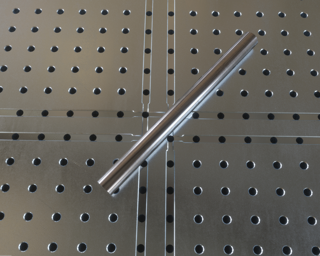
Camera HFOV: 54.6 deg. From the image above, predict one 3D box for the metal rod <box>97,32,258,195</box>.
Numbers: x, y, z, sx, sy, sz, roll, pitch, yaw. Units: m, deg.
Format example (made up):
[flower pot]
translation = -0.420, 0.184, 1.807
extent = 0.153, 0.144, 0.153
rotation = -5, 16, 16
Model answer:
[metal rod]
translation = 0.033, -0.029, 0.422
extent = 0.025, 0.025, 0.301
rotation = 41, 75, 13
